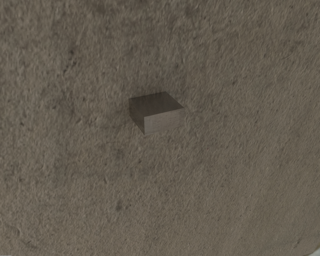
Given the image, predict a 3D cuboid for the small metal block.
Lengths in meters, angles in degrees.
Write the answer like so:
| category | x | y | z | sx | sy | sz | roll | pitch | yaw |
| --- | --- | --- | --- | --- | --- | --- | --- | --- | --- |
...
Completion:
| category | x | y | z | sx | sy | sz | roll | pitch | yaw |
| --- | --- | --- | --- | --- | --- | --- | --- | --- | --- |
| small metal block | -0.005 | -0.019 | 0.375 | 0.050 | 0.050 | 0.025 | -14 | 124 | -21 |
